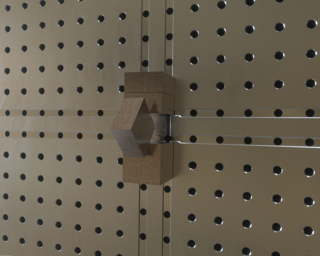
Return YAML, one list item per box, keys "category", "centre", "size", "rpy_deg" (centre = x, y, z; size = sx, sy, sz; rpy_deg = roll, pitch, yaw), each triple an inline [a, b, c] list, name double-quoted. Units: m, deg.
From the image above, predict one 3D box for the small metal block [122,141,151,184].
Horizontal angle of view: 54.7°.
- category: "small metal block"
  centre: [-0.026, 0.043, 0.407]
  size: [0.025, 0.050, 0.050]
  rpy_deg: [2, 91, 20]

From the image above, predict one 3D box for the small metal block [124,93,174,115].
- category: "small metal block"
  centre: [-0.013, -0.031, 0.402]
  size: [0.050, 0.050, 0.025]
  rpy_deg: [2, 91, 19]

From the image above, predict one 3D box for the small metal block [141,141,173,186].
- category: "small metal block"
  centre: [-0.003, 0.044, 0.398]
  size: [0.025, 0.050, 0.050]
  rpy_deg: [2, 91, 20]

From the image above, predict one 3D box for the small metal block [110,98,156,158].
- category: "small metal block"
  centre: [-0.030, 0.000, 0.365]
  size: [0.025, 0.050, 0.050]
  rpy_deg: [1, 48, 20]

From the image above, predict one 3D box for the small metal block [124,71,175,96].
- category: "small metal block"
  centre: [-0.012, -0.056, 0.402]
  size: [0.050, 0.050, 0.025]
  rpy_deg: [2, 91, 19]
